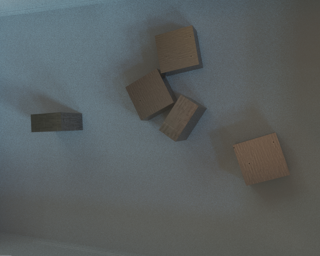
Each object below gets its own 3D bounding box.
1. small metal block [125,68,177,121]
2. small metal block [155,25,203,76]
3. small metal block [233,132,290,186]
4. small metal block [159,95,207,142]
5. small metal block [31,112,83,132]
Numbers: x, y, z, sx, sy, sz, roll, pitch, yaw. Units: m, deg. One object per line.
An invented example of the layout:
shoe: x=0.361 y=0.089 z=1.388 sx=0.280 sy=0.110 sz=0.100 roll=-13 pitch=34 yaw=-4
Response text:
small metal block: x=-0.010 y=-0.043 z=0.413 sx=0.050 sy=0.025 sz=0.050 roll=-28 pitch=81 yaw=17
small metal block: x=0.025 y=-0.099 z=0.401 sx=0.050 sy=0.025 sz=0.050 roll=-10 pitch=87 yaw=19
small metal block: x=0.120 y=0.036 z=0.368 sx=0.050 sy=0.025 sz=0.050 roll=-19 pitch=84 yaw=18
small metal block: x=0.030 y=-0.012 z=0.386 sx=0.025 sy=0.050 sz=0.050 roll=35 pitch=101 yaw=16
small metal block: x=-0.148 y=-0.008 z=0.448 sx=0.050 sy=0.050 sz=0.025 roll=-3 pitch=89 yaw=19
